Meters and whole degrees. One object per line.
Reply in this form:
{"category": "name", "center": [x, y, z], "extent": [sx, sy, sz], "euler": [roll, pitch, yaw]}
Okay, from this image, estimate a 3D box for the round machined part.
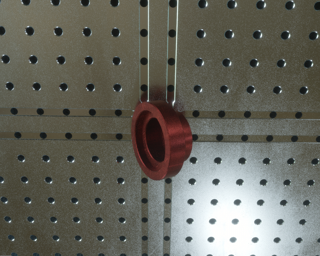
{"category": "round machined part", "center": [0.004, 0.014, 0.390], "extent": [0.042, 0.098, 0.097], "euler": [-9, 114, -30]}
